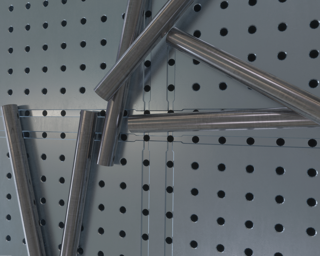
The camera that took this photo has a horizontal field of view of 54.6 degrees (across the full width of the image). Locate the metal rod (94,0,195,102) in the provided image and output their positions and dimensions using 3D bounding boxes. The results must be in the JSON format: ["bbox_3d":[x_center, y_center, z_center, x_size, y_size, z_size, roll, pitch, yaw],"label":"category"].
[{"bbox_3d":[0.021,-0.154,0.390,0.025,0.025,0.299,44,98,15],"label":"metal rod"}]

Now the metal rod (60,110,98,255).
[{"bbox_3d":[-0.125,0.122,0.457,0.025,0.025,0.298,10,93,20],"label":"metal rod"}]

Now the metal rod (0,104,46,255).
[{"bbox_3d":[-0.210,0.110,0.487,0.025,0.025,0.299,-14,85,19],"label":"metal rod"}]

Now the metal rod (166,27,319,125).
[{"bbox_3d":[0.129,-0.044,0.346,0.300,0.025,0.025,34,101,24],"label":"metal rod"}]

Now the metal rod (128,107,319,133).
[{"bbox_3d":[0.103,-0.010,0.376,0.301,0.025,0.025,-2,90,20],"label":"metal rod"}]

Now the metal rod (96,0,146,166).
[{"bbox_3d":[-0.048,-0.095,0.430,0.025,0.025,0.298,13,94,19],"label":"metal rod"}]
